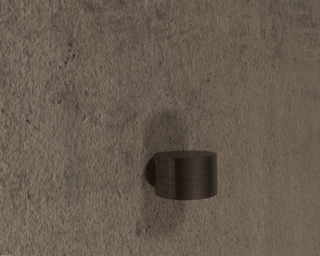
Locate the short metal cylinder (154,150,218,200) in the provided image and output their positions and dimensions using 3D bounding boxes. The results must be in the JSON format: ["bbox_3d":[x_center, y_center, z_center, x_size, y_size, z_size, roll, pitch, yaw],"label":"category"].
[{"bbox_3d":[0.033,0.058,0.399,0.081,0.080,0.050,-3,92,-40],"label":"short metal cylinder"}]
